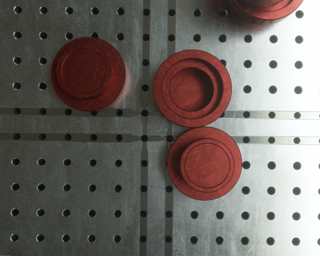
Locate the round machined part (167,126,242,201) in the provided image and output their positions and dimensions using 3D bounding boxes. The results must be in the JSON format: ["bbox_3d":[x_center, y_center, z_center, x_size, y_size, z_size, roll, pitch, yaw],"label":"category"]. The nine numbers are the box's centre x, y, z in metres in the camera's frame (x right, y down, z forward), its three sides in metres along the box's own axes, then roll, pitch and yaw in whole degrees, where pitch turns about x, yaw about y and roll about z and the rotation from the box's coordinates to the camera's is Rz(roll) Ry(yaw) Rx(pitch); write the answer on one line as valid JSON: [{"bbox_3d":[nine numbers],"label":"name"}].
[{"bbox_3d":[0.059,0.046,0.405,0.099,0.042,0.097,0,90,0],"label":"round machined part"}]

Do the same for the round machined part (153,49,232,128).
[{"bbox_3d":[0.040,-0.049,0.405,0.099,0.042,0.097,0,90,0],"label":"round machined part"}]

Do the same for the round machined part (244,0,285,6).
[{"bbox_3d":[0.121,-0.192,0.363,0.099,0.042,0.097,0,90,0],"label":"round machined part"}]

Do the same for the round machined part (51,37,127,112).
[{"bbox_3d":[-0.094,-0.070,0.404,0.099,0.042,0.097,0,90,0],"label":"round machined part"}]

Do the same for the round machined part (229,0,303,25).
[{"bbox_3d":[0.136,-0.183,0.406,0.099,0.042,0.097,0,90,0],"label":"round machined part"}]
